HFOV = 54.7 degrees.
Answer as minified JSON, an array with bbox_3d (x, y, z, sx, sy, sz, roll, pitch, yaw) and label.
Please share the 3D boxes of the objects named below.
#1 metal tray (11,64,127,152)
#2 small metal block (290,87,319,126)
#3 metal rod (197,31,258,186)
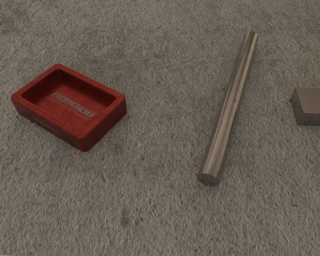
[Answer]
[{"bbox_3d":[-0.123,-0.033,0.425,0.130,0.030,0.090,27,55,20],"label":"metal tray"},{"bbox_3d":[0.216,-0.030,0.431,0.050,0.025,0.050,3,50,2],"label":"small metal block"},{"bbox_3d":[0.106,-0.048,0.445,0.025,0.025,0.301,16,52,12],"label":"metal rod"}]
